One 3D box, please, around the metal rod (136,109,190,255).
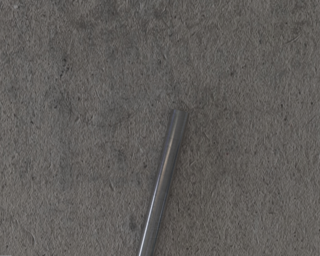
[{"bbox_3d":[-0.008,0.123,0.410,0.025,0.025,0.298,14,90,0],"label":"metal rod"}]
